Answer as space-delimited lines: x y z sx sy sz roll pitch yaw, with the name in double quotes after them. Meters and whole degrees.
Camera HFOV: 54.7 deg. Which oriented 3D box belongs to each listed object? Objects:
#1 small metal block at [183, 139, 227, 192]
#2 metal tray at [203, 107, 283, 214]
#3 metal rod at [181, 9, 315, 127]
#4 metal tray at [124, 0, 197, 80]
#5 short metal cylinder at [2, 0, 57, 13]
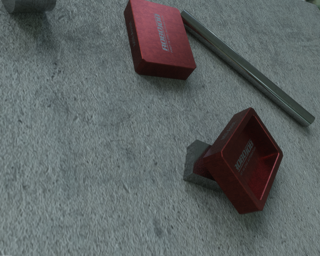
0.061 0.050 0.408 0.050 0.025 0.050 22 53 -15 "small metal block"
0.117 0.039 0.417 0.090 0.030 0.131 54 43 -8 "metal tray"
0.153 -0.105 0.552 0.300 0.025 0.025 39 51 -2 "metal rod"
-0.002 -0.140 0.487 0.091 0.030 0.130 2 61 -28 "metal tray"
-0.171 -0.189 0.392 0.050 0.080 0.080 -18 72 -35 "short metal cylinder"
